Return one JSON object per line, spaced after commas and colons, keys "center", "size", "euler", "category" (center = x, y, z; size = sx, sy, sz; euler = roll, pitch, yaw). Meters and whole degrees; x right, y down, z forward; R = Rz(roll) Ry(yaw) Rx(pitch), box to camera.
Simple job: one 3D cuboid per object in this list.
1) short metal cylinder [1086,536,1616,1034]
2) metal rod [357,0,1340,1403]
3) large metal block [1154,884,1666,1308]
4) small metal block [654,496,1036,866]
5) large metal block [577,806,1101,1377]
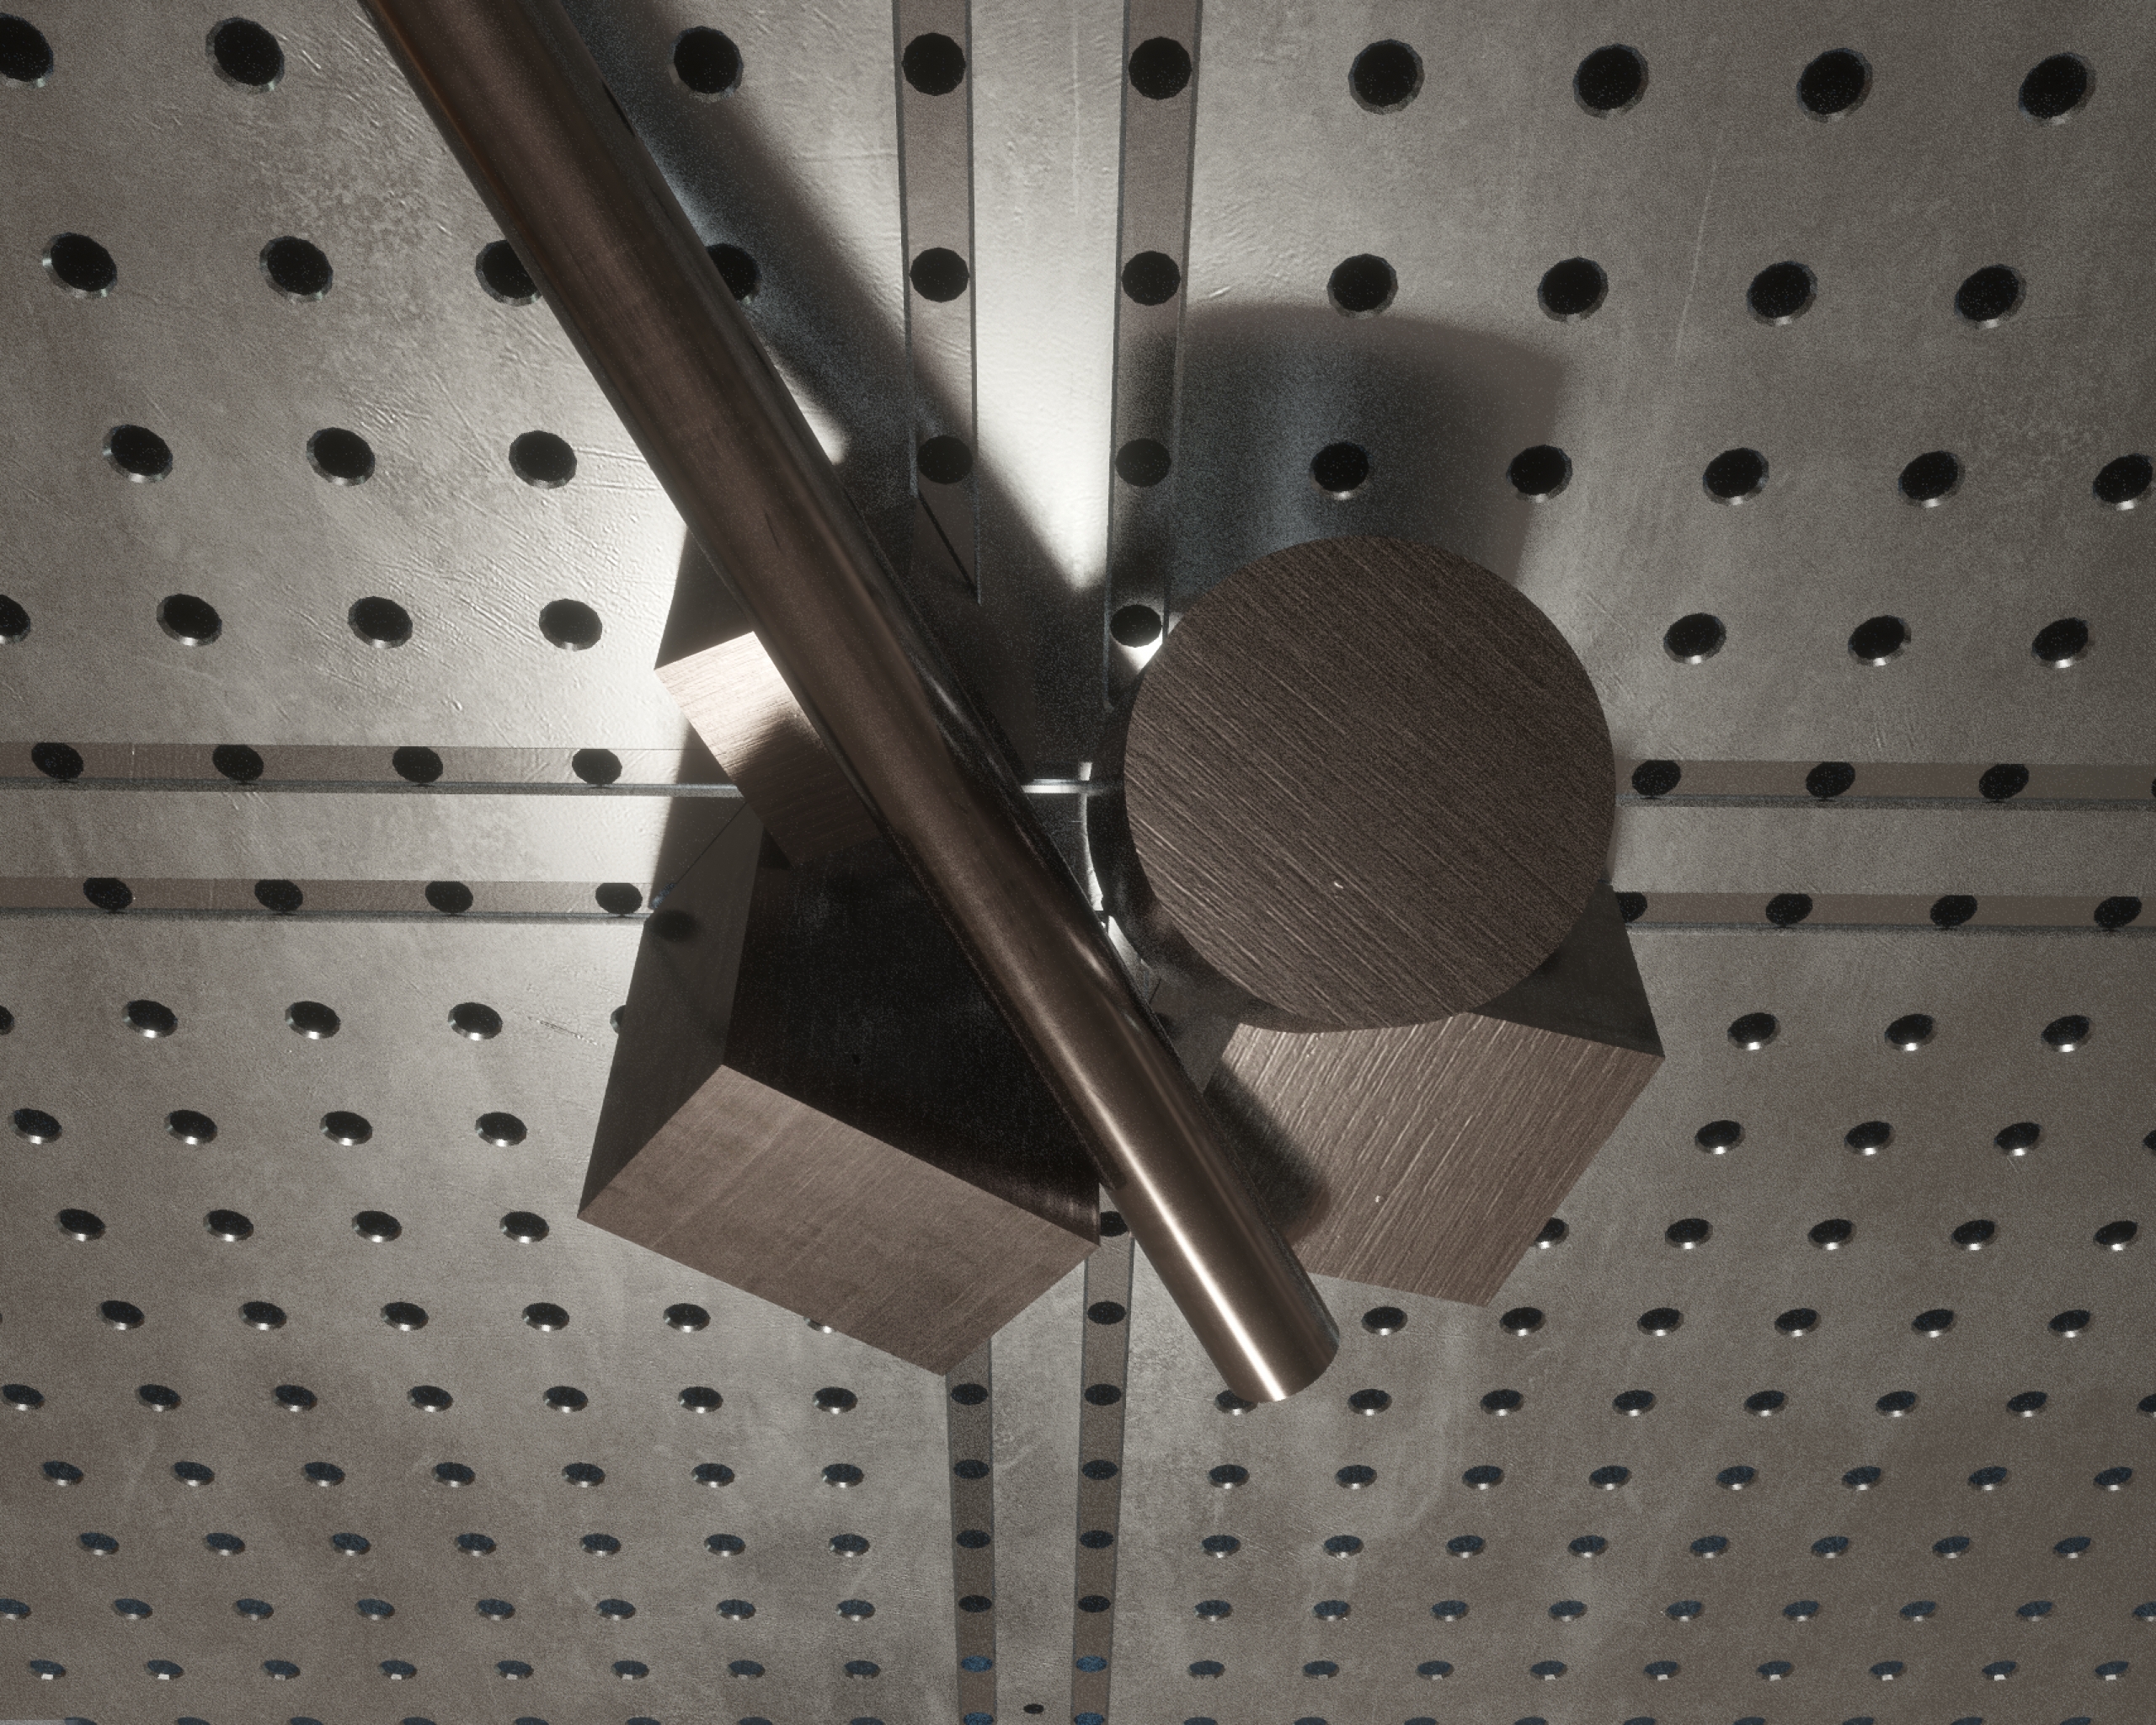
{"center": [0.044, -0.011, 0.358], "size": [0.081, 0.080, 0.050], "euler": [7, 173, -6], "category": "short metal cylinder"}
{"center": [-0.028, -0.019, 0.355], "size": [0.025, 0.025, 0.299], "euler": [-22, 116, 17], "category": "metal rod"}
{"center": [0.061, 0.041, 0.430], "size": [0.081, 0.050, 0.079], "euler": [13, 129, -12], "category": "large metal block"}
{"center": [-0.041, -0.032, 0.384], "size": [0.050, 0.025, 0.050], "euler": [-19, 128, 15], "category": "small metal block"}
{"center": [-0.043, 0.041, 0.410], "size": [0.080, 0.080, 0.050], "euler": [30, 124, -23], "category": "large metal block"}
